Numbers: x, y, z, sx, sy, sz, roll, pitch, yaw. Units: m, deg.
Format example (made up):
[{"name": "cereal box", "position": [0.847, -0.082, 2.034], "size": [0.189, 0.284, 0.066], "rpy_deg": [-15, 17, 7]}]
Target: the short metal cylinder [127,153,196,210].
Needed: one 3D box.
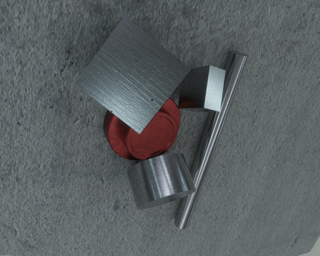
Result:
[{"name": "short metal cylinder", "position": [0.001, 0.072, 0.413], "size": [0.081, 0.050, 0.080], "rpy_deg": [-16, 161, -6]}]

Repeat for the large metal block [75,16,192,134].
[{"name": "large metal block", "position": [-0.025, -0.052, 0.321], "size": [0.080, 0.050, 0.080], "rpy_deg": [38, 98, -1]}]

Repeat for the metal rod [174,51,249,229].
[{"name": "metal rod", "position": [0.070, 0.033, 0.467], "size": [0.025, 0.025, 0.298], "rpy_deg": [0, 119, -29]}]

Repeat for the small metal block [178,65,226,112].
[{"name": "small metal block", "position": [0.050, -0.047, 0.380], "size": [0.025, 0.050, 0.050], "rpy_deg": [10, 87, -33]}]

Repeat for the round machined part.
[{"name": "round machined part", "position": [-0.017, 0.001, 0.388], "size": [0.099, 0.042, 0.097], "rpy_deg": [-14, 124, -21]}]
